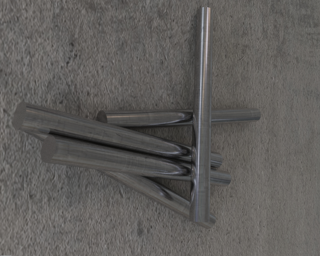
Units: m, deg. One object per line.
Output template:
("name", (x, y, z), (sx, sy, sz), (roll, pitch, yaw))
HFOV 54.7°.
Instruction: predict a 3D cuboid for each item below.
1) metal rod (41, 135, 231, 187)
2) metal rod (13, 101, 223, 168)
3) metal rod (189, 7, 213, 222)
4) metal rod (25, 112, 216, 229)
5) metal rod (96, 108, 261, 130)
("metal rod", (0.001, 0.049, 0.382), (0.302, 0.025, 0.025), (17, 79, -46))
("metal rod", (-0.017, 0.019, 0.371), (0.302, 0.025, 0.025), (16, 80, -45))
("metal rod", (0.058, -0.028, 0.421), (0.025, 0.025, 0.299), (17, 70, -39))
("metal rod", (-0.027, 0.065, 0.382), (0.301, 0.025, 0.025), (37, 68, -34))
("metal rod", (0.050, -0.015, 0.446), (0.302, 0.025, 0.025), (-4, 93, -40))
